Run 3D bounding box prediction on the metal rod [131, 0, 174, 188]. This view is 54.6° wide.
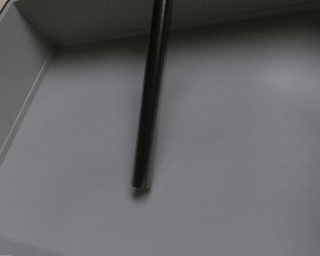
[{"bbox_3d":[-0.005,-0.077,0.381,0.025,0.025,0.298,6,89,31],"label":"metal rod"}]
